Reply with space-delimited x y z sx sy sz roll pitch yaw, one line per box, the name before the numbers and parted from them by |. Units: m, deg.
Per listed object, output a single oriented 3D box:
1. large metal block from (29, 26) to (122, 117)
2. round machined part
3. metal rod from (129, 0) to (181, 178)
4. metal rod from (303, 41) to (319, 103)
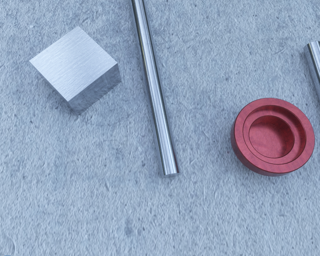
large metal block | -0.112 -0.077 0.422 0.080 0.050 0.080 -42 76 -14
round machined part | 0.139 0.014 0.396 0.099 0.042 0.098 0 70 -1
metal rod | -0.013 -0.079 0.436 0.025 0.025 0.299 -9 70 -4
metal rod | 0.239 0.020 0.403 0.025 0.025 0.299 -6 70 -2
